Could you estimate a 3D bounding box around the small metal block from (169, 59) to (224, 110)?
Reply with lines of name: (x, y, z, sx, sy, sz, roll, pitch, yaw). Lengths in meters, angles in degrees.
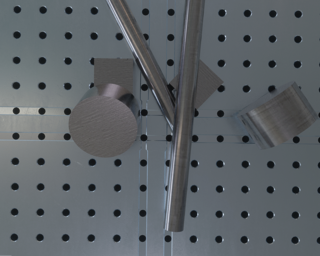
small metal block: (0.047, -0.059, 0.414, 0.050, 0.025, 0.050, 44, 90, 0)

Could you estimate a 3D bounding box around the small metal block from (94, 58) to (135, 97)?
small metal block: (-0.060, -0.065, 0.413, 0.050, 0.025, 0.050, 1, 90, 0)

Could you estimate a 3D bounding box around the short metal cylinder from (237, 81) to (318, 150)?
short metal cylinder: (0.145, -0.016, 0.387, 0.080, 0.080, 0.050, -33, 90, 0)

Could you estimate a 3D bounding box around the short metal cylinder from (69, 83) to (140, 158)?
short metal cylinder: (-0.067, -0.010, 0.386, 0.081, 0.050, 0.079, 0, 114, 0)

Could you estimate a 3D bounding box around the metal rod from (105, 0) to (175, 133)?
metal rod: (-0.037, -0.125, 0.412, 0.025, 0.025, 0.299, -27, 90, 0)

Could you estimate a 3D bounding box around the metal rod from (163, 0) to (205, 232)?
metal rod: (0.031, -0.023, 0.387, 0.025, 0.025, 0.298, 5, 89, 0)
